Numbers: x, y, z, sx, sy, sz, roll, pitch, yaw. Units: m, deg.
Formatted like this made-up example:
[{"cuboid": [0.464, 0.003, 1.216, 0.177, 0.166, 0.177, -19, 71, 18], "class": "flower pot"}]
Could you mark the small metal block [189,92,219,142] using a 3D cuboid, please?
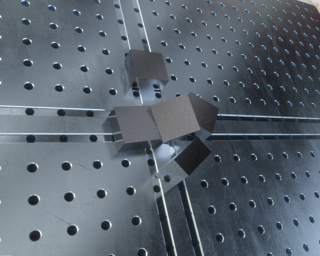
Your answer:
[{"cuboid": [0.053, -0.017, 0.449, 0.050, 0.025, 0.050, 30, 52, -10], "class": "small metal block"}]

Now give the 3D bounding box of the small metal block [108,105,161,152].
[{"cuboid": [-0.033, 0.000, 0.392, 0.050, 0.025, 0.050, -5, 64, -31], "class": "small metal block"}]

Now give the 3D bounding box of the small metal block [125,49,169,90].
[{"cuboid": [-0.020, -0.084, 0.451, 0.050, 0.025, 0.050, 1, 61, -28], "class": "small metal block"}]

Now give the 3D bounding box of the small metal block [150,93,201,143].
[{"cuboid": [0.019, -0.012, 0.407, 0.050, 0.025, 0.050, -19, 84, -3], "class": "small metal block"}]

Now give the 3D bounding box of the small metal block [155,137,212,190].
[{"cuboid": [0.029, 0.044, 0.382, 0.025, 0.050, 0.050, 48, 51, 5], "class": "small metal block"}]
